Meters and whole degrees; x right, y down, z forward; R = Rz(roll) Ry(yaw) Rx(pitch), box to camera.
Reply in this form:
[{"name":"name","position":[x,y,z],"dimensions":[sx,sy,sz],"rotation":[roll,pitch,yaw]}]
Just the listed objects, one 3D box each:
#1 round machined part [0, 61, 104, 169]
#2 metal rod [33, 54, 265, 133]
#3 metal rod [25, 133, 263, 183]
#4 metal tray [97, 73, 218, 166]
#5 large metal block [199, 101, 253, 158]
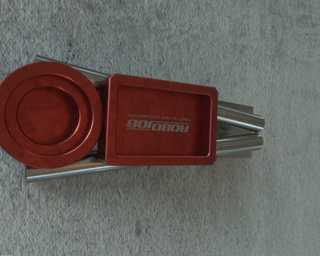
[{"name":"round machined part","position":[-0.108,-0.012,0.298],"dimensions":[0.099,0.042,0.097],"rotation":[0,90,-30]},{"name":"metal rod","position":[0.008,-0.033,0.372],"dimensions":[0.302,0.025,0.025],"rotation":[12,82,-27]},{"name":"metal rod","position":[0.004,0.030,0.370],"dimensions":[0.303,0.025,0.025],"rotation":[-5,93,-28]},{"name":"metal tray","position":[0.001,-0.005,0.338],"dimensions":[0.131,0.030,0.089],"rotation":[3,88,-28]},{"name":"large metal block","position":[0.096,0.004,0.471],"dimensions":[0.081,0.050,0.080],"rotation":[5,87,-40]}]
